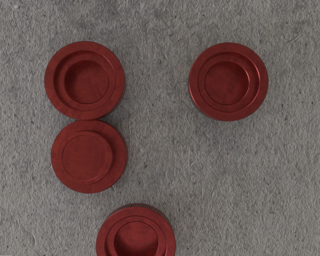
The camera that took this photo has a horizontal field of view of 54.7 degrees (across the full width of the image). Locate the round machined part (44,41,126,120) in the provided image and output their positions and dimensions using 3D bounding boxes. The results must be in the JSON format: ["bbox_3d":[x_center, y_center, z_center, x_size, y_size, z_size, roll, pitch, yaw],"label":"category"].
[{"bbox_3d":[-0.093,-0.058,0.400,0.099,0.042,0.097,0,89,0],"label":"round machined part"}]

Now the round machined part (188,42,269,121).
[{"bbox_3d":[0.085,-0.057,0.402,0.099,0.042,0.097,0,90,0],"label":"round machined part"}]

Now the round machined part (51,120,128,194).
[{"bbox_3d":[-0.092,0.037,0.401,0.099,0.042,0.097,0,90,0],"label":"round machined part"}]

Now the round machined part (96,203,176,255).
[{"bbox_3d":[-0.030,0.145,0.401,0.099,0.042,0.097,0,90,0],"label":"round machined part"}]
